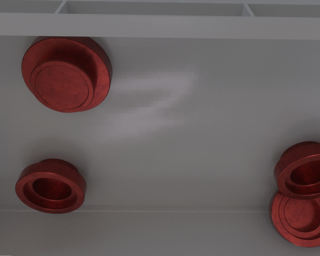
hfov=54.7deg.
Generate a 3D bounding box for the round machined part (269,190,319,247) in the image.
[{"bbox_3d":[0.223,0.135,0.491,0.098,0.098,0.042,-7,166,6],"label":"round machined part"}]

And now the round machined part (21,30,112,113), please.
[{"bbox_3d":[-0.105,-0.056,0.349,0.099,0.042,0.097,0,130,0],"label":"round machined part"}]

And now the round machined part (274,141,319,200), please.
[{"bbox_3d":[0.215,0.057,0.449,0.099,0.042,0.097,0,130,0],"label":"round machined part"}]

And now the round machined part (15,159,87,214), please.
[{"bbox_3d":[-0.160,0.084,0.468,0.099,0.042,0.097,0,130,0],"label":"round machined part"}]
